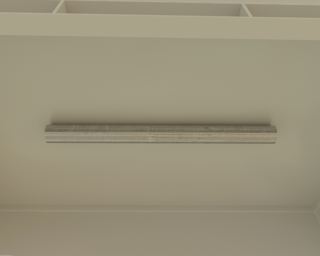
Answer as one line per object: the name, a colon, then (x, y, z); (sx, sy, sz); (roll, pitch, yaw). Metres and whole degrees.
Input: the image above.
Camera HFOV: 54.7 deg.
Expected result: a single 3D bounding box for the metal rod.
metal rod: (0.002, 0.008, 0.414); (0.302, 0.025, 0.025); (0, 130, -1)
